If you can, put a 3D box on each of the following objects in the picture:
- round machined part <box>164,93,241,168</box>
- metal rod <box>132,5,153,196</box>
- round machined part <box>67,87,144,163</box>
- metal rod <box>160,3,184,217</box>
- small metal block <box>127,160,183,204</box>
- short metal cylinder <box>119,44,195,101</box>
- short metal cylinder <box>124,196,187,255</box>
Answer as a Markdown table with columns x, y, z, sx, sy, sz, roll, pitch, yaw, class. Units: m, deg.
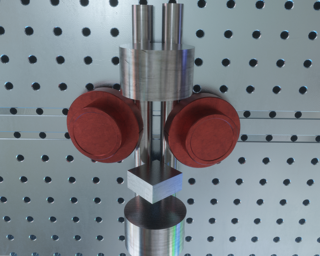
| x | y | z | sx | sy | sz | roll | pitch | yaw | class |
| --- | --- | --- | --- | --- | --- | --- | --- | --- | --- |
| 0.058 | 0.008 | 0.393 | 0.099 | 0.042 | 0.097 | -6 | 111 | -14 | round machined part |
| -0.022 | -0.003 | 0.411 | 0.025 | 0.025 | 0.298 | 1 | 110 | 0 | metal rod |
| -0.074 | 0.001 | 0.391 | 0.098 | 0.042 | 0.097 | 5 | 111 | 13 | round machined part |
| 0.013 | -0.005 | 0.411 | 0.025 | 0.025 | 0.298 | 1 | 110 | 0 | metal rod |
| -0.007 | 0.067 | 0.400 | 0.050 | 0.050 | 0.025 | -16 | 116 | -39 | small metal block |
| -0.003 | -0.064 | 0.337 | 0.081 | 0.080 | 0.050 | 1 | 110 | -1 | short metal cylinder |
| -0.006 | 0.128 | 0.408 | 0.081 | 0.080 | 0.050 | 1 | 110 | -1 | short metal cylinder |
